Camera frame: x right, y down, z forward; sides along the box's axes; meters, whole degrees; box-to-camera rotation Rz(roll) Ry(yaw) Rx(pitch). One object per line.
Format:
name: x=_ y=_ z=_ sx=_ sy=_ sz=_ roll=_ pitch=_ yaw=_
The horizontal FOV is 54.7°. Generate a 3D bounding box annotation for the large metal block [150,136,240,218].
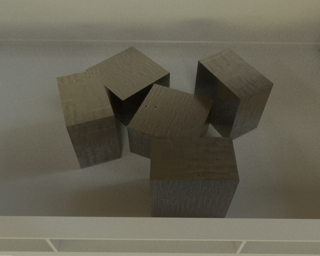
large metal block: x=0.031 y=0.053 z=0.324 sx=0.081 sy=0.080 sz=0.050 roll=1 pitch=50 yaw=0

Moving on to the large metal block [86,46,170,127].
large metal block: x=-0.043 y=-0.061 z=0.437 sx=0.080 sy=0.050 sz=0.080 roll=-35 pitch=59 yaw=-26

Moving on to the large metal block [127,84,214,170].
large metal block: x=0.015 y=-0.002 z=0.389 sx=0.080 sy=0.050 sz=0.080 roll=18 pitch=52 yaw=14

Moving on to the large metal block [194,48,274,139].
large metal block: x=0.090 y=-0.043 z=0.404 sx=0.050 sy=0.080 sz=0.080 roll=-25 pitch=55 yaw=-20

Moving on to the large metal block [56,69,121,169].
large metal block: x=-0.085 y=-0.011 z=0.376 sx=0.050 sy=0.080 sz=0.080 roll=-15 pitch=52 yaw=-12
